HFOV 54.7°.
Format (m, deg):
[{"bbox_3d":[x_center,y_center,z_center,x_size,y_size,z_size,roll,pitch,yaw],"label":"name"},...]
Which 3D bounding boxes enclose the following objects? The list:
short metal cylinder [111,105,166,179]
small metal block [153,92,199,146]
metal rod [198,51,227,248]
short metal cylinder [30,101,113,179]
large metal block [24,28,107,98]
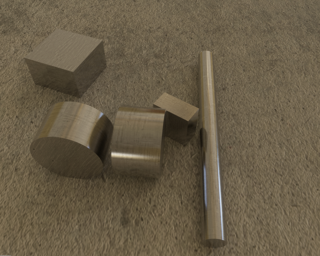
[{"bbox_3d":[-0.021,0.016,0.354,0.050,0.080,0.080,5,50,4],"label":"short metal cylinder"},{"bbox_3d":[0.019,-0.011,0.396,0.050,0.050,0.025,28,55,21],"label":"small metal block"},{"bbox_3d":[0.064,0.000,0.403,0.025,0.025,0.300,3,50,2],"label":"metal rod"},{"bbox_3d":[-0.098,0.016,0.353,0.080,0.080,0.050,7,51,5],"label":"short metal cylinder"},{"bbox_3d":[-0.139,-0.100,0.469,0.080,0.050,0.080,18,52,14],"label":"large metal block"}]
